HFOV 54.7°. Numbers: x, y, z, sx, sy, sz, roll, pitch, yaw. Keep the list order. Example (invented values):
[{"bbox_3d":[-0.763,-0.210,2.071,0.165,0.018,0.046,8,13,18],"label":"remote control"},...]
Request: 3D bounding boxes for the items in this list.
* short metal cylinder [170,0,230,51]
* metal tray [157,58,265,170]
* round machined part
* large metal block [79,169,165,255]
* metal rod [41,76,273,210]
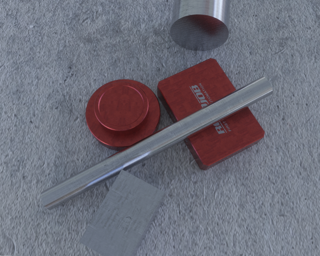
[{"bbox_3d":[0.057,-0.153,0.435,0.080,0.080,0.050,6,70,2],"label":"short metal cylinder"},{"bbox_3d":[0.064,-0.021,0.414,0.091,0.030,0.130,-26,72,-10],"label":"metal tray"},{"bbox_3d":[-0.048,-0.022,0.406,0.099,0.042,0.098,0,70,-1],"label":"round machined part"},{"bbox_3d":[-0.036,0.100,0.342,0.050,0.080,0.080,27,72,9],"label":"large metal block"},{"bbox_3d":[-0.004,0.018,0.375,0.301,0.025,0.025,-28,73,0],"label":"metal rod"}]
